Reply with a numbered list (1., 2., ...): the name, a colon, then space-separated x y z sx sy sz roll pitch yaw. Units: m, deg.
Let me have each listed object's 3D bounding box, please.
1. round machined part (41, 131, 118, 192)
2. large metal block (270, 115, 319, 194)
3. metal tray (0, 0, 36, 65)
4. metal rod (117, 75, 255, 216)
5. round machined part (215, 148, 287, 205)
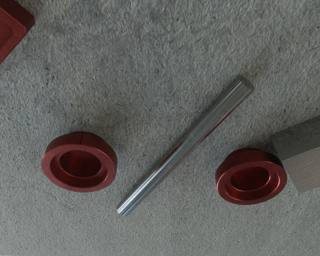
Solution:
1. round machined part: -0.108 0.043 0.431 0.099 0.042 0.097 -1 130 0
2. large metal block: 0.211 0.035 0.424 0.080 0.050 0.080 -26 126 20
3. metal tray: -0.206 -0.096 0.319 0.130 0.030 0.090 -35 123 25
4. metal rod: 0.020 0.042 0.443 0.025 0.025 0.298 26 125 -21
5. round machined part: 0.130 0.067 0.455 0.099 0.042 0.097 -1 130 0
